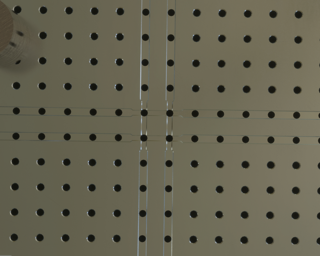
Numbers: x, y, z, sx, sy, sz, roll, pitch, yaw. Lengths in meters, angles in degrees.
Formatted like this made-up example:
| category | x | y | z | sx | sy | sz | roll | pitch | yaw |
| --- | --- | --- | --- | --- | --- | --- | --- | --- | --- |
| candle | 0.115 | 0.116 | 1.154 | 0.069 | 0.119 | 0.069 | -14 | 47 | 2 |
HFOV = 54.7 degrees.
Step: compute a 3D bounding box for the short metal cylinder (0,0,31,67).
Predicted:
| category | x | y | z | sx | sy | sz | roll | pitch | yaw |
| --- | --- | --- | --- | --- | --- | --- | --- | --- | --- |
| short metal cylinder | -0.217 | -0.123 | 0.399 | 0.081 | 0.050 | 0.079 | 0 | 90 | 0 |
